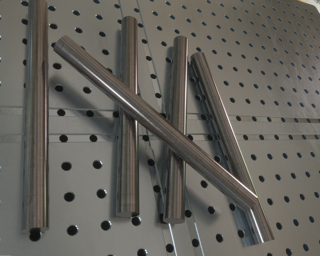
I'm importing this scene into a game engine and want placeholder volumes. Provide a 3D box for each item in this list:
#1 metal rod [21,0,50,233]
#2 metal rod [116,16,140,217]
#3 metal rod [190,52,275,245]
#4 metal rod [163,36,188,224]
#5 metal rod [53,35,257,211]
[{"bbox_3d":[-0.141,-0.036,0.354,0.025,0.025,0.299,4,60,-27],"label":"metal rod"},{"bbox_3d":[-0.041,-0.036,0.409,0.025,0.025,0.299,11,57,-23],"label":"metal rod"},{"bbox_3d":[0.098,0.013,0.454,0.025,0.025,0.299,-1,62,-29],"label":"metal rod"},{"bbox_3d":[0.025,-0.019,0.435,0.025,0.025,0.300,17,55,-19],"label":"metal rod"},{"bbox_3d":[-0.004,-0.005,0.376,0.300,0.025,0.025,40,51,-1],"label":"metal rod"}]
